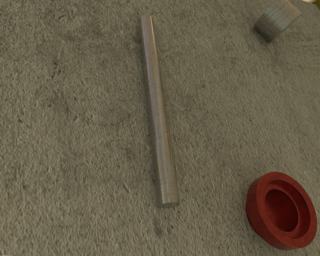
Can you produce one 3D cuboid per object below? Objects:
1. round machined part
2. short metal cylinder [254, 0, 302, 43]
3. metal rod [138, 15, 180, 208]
[{"bbox_3d":[0.154,0.111,0.411,0.099,0.042,0.098,14,56,-21],"label":"round machined part"},{"bbox_3d":[0.242,-0.223,0.638,0.050,0.080,0.080,48,51,4],"label":"short metal cylinder"},{"bbox_3d":[-0.006,-0.042,0.427,0.025,0.025,0.299,7,58,-25],"label":"metal rod"}]
